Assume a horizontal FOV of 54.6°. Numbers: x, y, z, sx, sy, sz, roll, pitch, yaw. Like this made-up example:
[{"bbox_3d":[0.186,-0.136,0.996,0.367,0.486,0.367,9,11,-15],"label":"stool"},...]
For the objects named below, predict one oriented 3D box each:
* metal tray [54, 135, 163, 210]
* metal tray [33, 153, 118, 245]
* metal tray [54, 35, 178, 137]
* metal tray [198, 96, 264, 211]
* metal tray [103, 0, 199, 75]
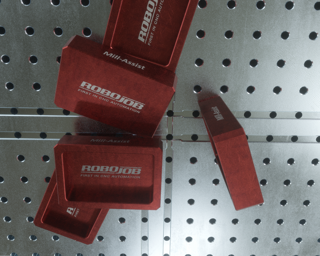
[{"bbox_3d":[-0.063,0.058,0.398,0.131,0.030,0.089,2,110,-1],"label":"metal tray"},{"bbox_3d":[-0.115,0.097,0.445,0.090,0.030,0.129,24,108,-9],"label":"metal tray"},{"bbox_3d":[-0.055,-0.046,0.376,0.131,0.030,0.089,20,131,-8],"label":"metal tray"},{"bbox_3d":[0.079,0.023,0.366,0.030,0.130,0.090,-18,109,7],"label":"metal tray"},{"bbox_3d":[-0.008,-0.136,0.360,0.090,0.030,0.129,17,109,-6],"label":"metal tray"}]
